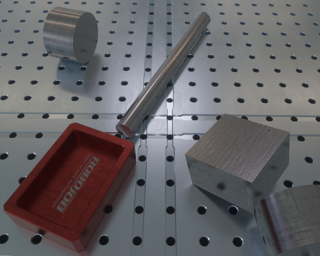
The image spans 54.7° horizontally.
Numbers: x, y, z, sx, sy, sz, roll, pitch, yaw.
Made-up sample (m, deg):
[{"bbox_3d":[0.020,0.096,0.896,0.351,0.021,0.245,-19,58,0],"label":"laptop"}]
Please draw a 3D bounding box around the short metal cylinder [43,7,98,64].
[{"bbox_3d":[-0.140,-0.148,0.495,0.050,0.080,0.080,14,52,11],"label":"short metal cylinder"}]

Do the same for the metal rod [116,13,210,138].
[{"bbox_3d":[0.018,-0.100,0.491,0.025,0.025,0.301,20,53,16],"label":"metal rod"}]

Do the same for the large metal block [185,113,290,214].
[{"bbox_3d":[0.088,0.035,0.348,0.080,0.050,0.080,21,51,39],"label":"large metal block"}]

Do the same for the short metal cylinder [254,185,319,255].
[{"bbox_3d":[0.136,0.095,0.293,0.081,0.080,0.050,-3,51,-3],"label":"short metal cylinder"}]

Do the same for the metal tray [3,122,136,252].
[{"bbox_3d":[-0.095,0.059,0.353,0.090,0.030,0.130,18,52,14],"label":"metal tray"}]
